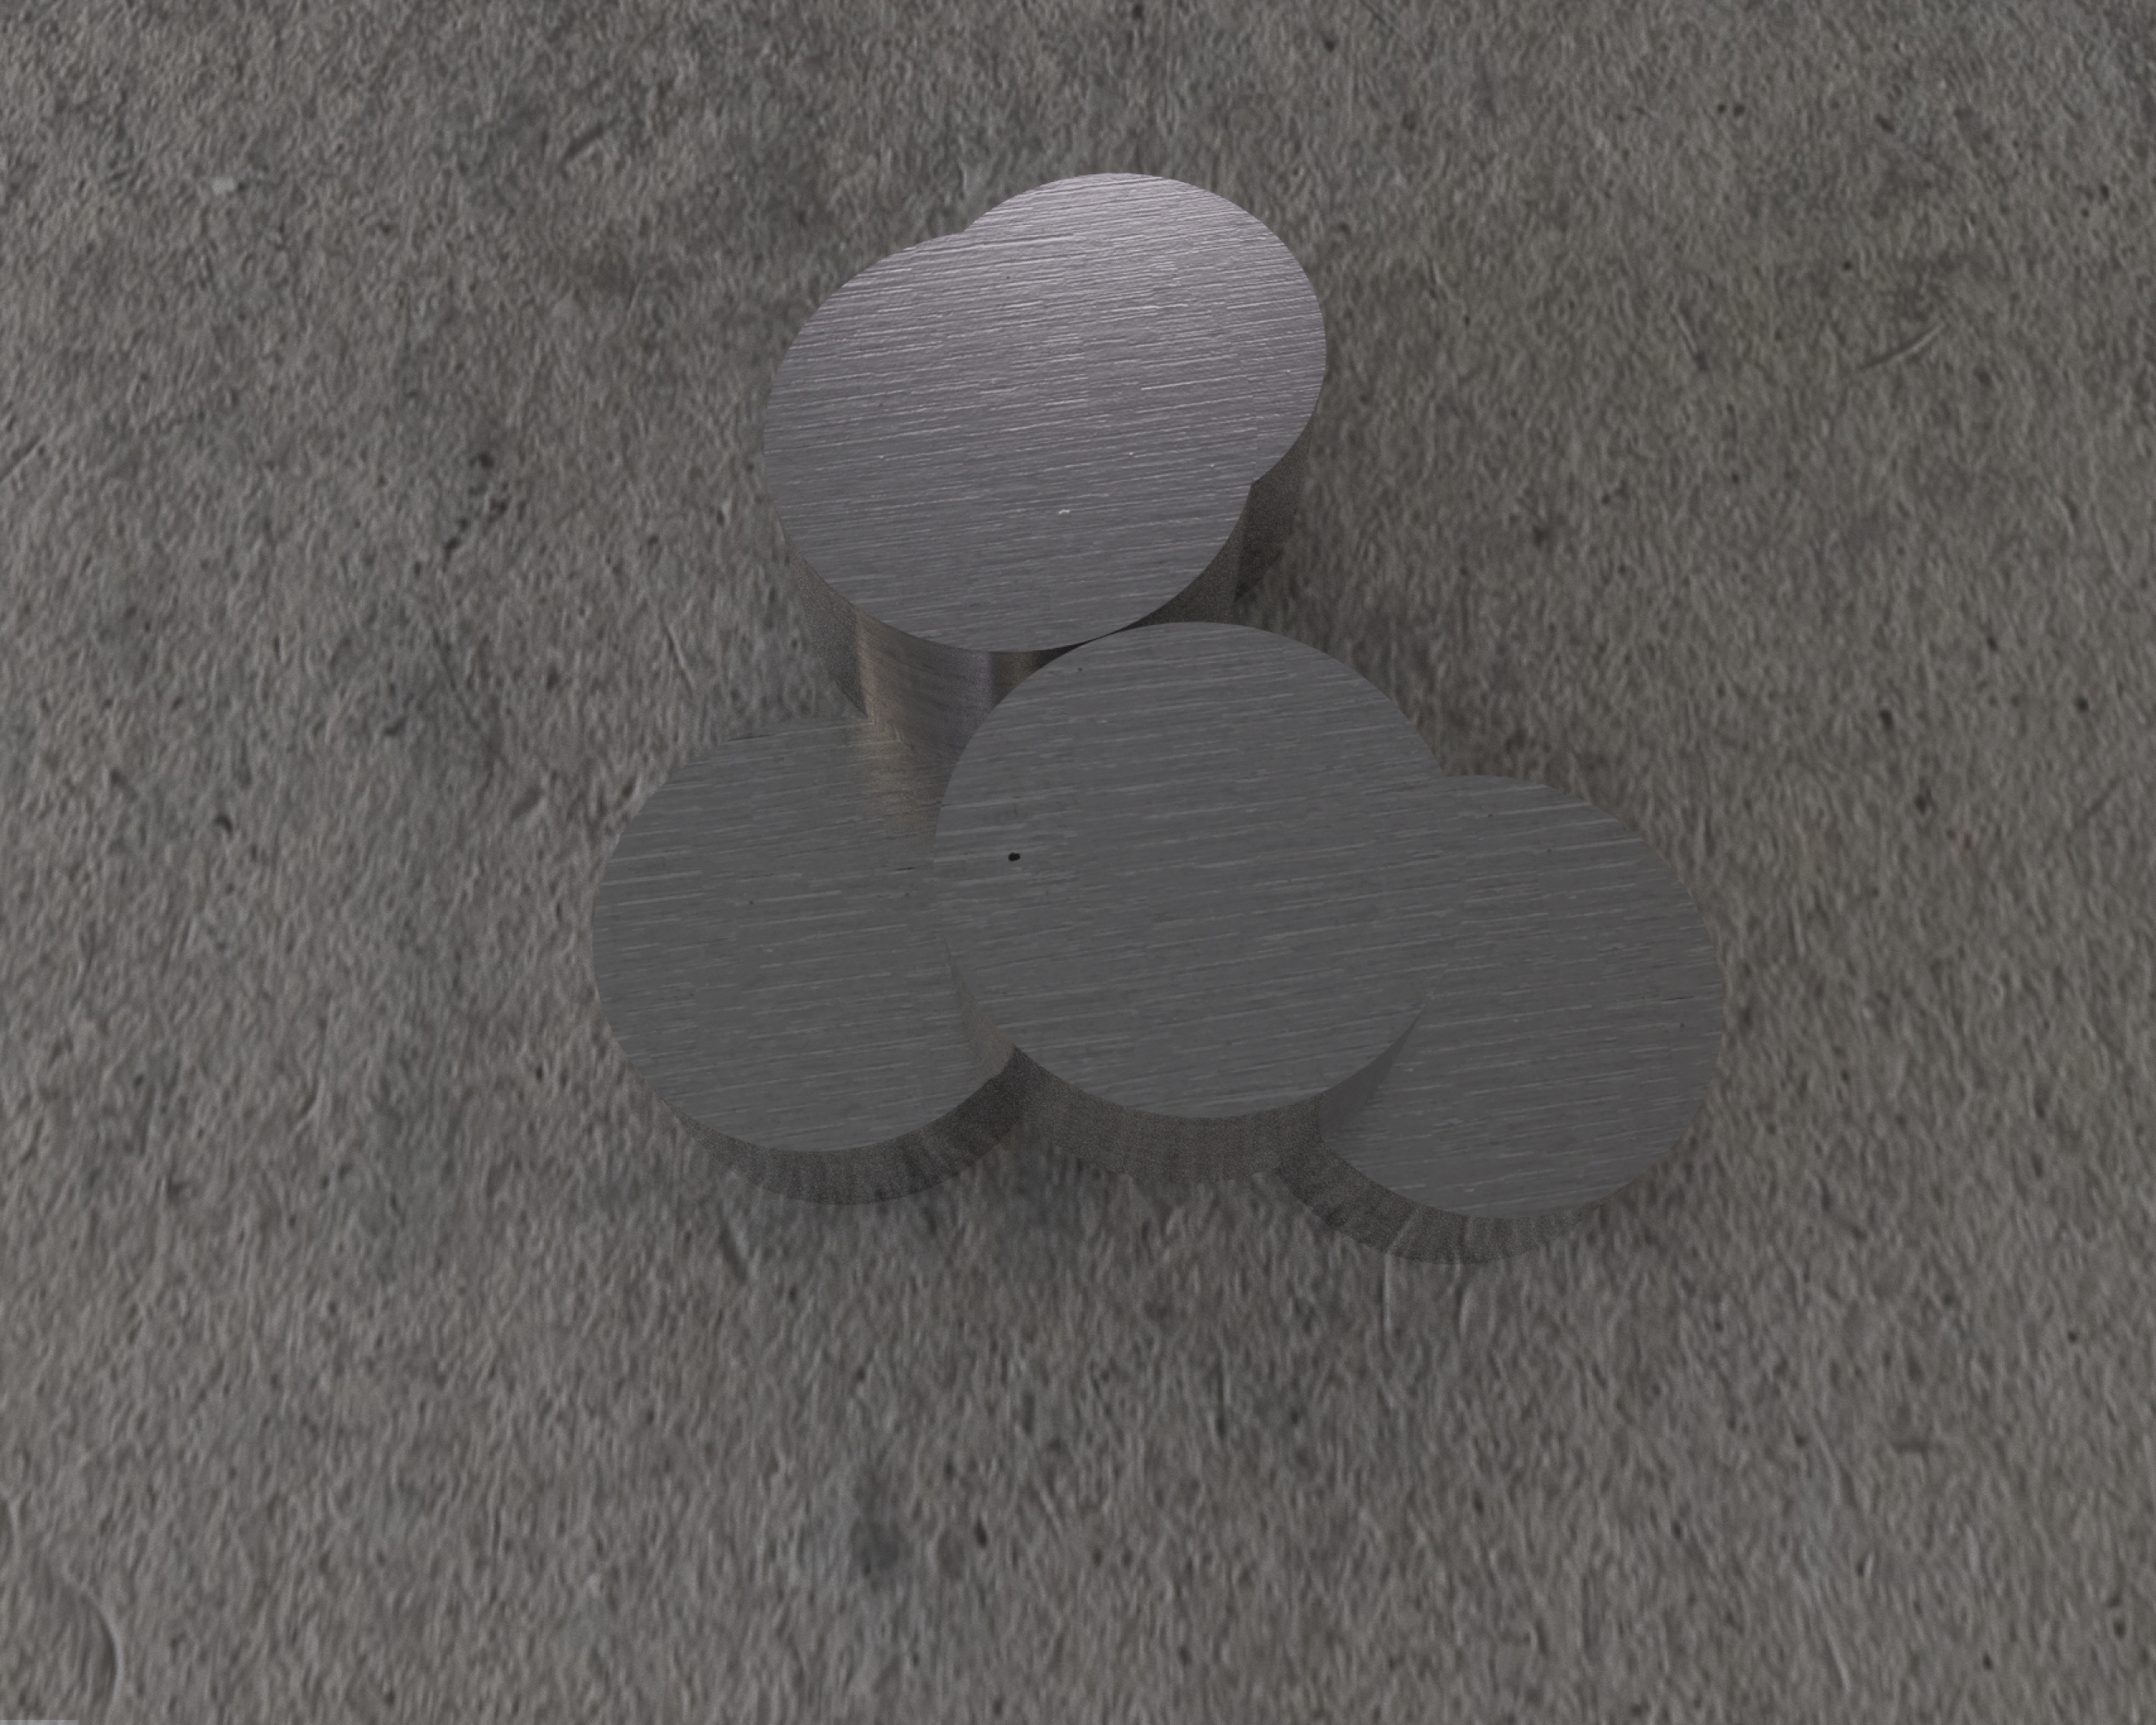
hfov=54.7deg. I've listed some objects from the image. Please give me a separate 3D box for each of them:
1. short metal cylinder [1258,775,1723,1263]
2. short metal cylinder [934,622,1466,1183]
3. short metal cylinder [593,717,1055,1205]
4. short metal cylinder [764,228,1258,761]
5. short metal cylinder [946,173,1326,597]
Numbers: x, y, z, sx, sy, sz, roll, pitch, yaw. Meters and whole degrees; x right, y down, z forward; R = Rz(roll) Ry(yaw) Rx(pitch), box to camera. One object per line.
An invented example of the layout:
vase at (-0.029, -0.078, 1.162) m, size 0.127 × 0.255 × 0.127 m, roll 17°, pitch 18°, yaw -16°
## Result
short metal cylinder at (0.071, 0.030, 0.384) m, size 0.081 × 0.050 × 0.080 m, roll 0°, pitch 70°, yaw 0°
short metal cylinder at (0.019, 0.008, 0.339) m, size 0.081 × 0.050 × 0.080 m, roll 0°, pitch 70°, yaw 0°
short metal cylinder at (-0.044, 0.019, 0.387) m, size 0.081 × 0.050 × 0.080 m, roll 0°, pitch 70°, yaw 0°
short metal cylinder at (-0.011, -0.062, 0.364) m, size 0.081 × 0.050 × 0.080 m, roll 0°, pitch 70°, yaw 0°
short metal cylinder at (0.008, -0.093, 0.429) m, size 0.081 × 0.050 × 0.080 m, roll 0°, pitch 70°, yaw 0°
